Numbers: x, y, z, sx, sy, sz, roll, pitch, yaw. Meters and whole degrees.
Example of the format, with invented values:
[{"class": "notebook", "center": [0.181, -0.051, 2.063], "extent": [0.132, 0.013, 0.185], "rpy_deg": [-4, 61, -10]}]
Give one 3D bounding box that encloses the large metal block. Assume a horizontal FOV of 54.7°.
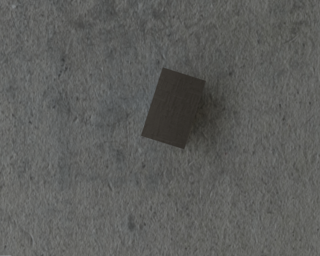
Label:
[{"class": "large metal block", "center": [0.015, -0.022, 0.383], "extent": [0.050, 0.080, 0.080], "rpy_deg": [18, 90, 0]}]
